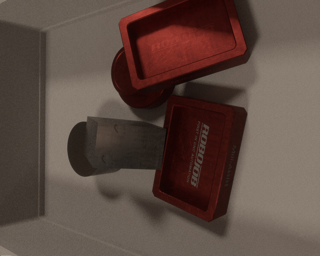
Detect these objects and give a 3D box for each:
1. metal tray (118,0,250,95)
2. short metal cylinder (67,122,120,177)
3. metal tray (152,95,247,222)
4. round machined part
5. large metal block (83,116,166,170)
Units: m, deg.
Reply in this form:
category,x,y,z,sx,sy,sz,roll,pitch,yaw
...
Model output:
category,x,y,z,sx,sy,sz,roll,pitch,yaw
metal tray,0.025,-0.100,0.352,0.130,0.030,0.090,-16,79,16
short metal cylinder,-0.094,0.030,0.466,0.080,0.050,0.079,0,90,39
metal tray,0.043,0.032,0.366,0.090,0.030,0.129,16,100,38
round machined part,-0.028,-0.075,0.417,0.098,0.042,0.097,0,90,39
large metal block,-0.047,0.017,0.389,0.080,0.081,0.050,-161,77,-68
